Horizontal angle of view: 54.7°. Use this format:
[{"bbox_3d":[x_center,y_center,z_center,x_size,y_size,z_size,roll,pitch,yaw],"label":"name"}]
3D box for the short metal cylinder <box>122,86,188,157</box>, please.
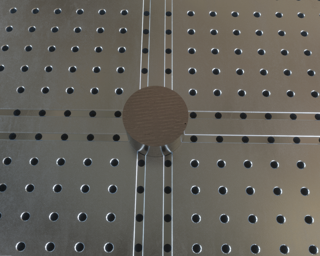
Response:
[{"bbox_3d":[-0.006,-0.008,0.401,0.081,0.050,0.080,0,70,0],"label":"short metal cylinder"}]
